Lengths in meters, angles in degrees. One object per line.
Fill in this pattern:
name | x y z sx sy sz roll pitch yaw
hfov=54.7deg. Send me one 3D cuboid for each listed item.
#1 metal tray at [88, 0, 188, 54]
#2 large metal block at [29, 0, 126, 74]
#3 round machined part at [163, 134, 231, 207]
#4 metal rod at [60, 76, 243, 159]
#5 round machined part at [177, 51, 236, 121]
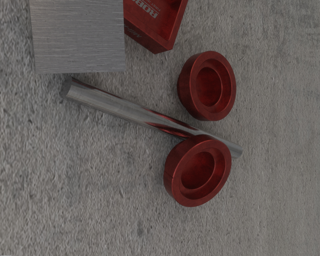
metal tray | -0.028 -0.162 0.377 0.131 0.030 0.090 27 73 -37
large metal block | -0.081 -0.095 0.299 0.081 0.050 0.079 -6 103 -22
round machined part | 0.046 0.053 0.418 0.099 0.042 0.097 -14 117 -28
metal rod | 0.014 -0.002 0.415 0.302 0.025 0.025 20 77 -38
round machined part | 0.063 -0.059 0.446 0.099 0.042 0.097 0 90 -40
